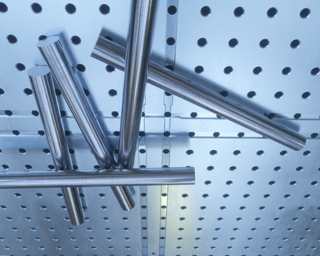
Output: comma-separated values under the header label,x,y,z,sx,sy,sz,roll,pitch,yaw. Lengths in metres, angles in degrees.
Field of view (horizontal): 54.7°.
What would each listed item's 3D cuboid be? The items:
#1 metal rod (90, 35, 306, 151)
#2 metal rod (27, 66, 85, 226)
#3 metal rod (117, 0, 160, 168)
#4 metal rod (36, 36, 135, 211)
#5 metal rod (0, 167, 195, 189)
label,x,y,z,sx,sy,sz,roll,pitch,yaw
metal rod,0.061,-0.034,0.383,0.302,0.025,0.025,22,126,-19
metal rod,-0.142,0.048,0.450,0.025,0.025,0.298,1,130,-1
metal rod,-0.029,-0.041,0.345,0.025,0.025,0.298,6,139,-6
metal rod,-0.087,0.018,0.425,0.025,0.025,0.299,-10,130,8
metal rod,-0.103,0.070,0.435,0.302,0.025,0.025,-1,130,0
